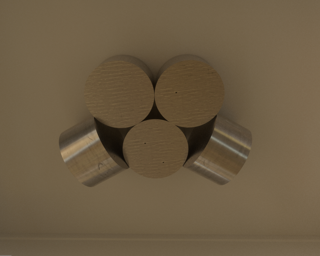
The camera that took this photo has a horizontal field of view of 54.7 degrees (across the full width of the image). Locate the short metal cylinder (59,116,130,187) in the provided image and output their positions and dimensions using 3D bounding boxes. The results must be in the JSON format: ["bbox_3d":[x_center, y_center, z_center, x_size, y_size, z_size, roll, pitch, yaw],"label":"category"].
[{"bbox_3d":[-0.080,0.027,0.390,0.050,0.080,0.080,-29,108,10],"label":"short metal cylinder"}]

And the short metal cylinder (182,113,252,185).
[{"bbox_3d":[0.070,0.025,0.390,0.050,0.080,0.080,28,108,-10],"label":"short metal cylinder"}]

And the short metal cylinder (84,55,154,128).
[{"bbox_3d":[-0.047,-0.046,0.379,0.081,0.050,0.079,0,110,0],"label":"short metal cylinder"}]

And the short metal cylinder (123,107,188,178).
[{"bbox_3d":[-0.005,0.018,0.403,0.081,0.050,0.079,0,110,0],"label":"short metal cylinder"}]

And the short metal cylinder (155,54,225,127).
[{"bbox_3d":[0.034,-0.047,0.379,0.081,0.050,0.079,0,110,0],"label":"short metal cylinder"}]
